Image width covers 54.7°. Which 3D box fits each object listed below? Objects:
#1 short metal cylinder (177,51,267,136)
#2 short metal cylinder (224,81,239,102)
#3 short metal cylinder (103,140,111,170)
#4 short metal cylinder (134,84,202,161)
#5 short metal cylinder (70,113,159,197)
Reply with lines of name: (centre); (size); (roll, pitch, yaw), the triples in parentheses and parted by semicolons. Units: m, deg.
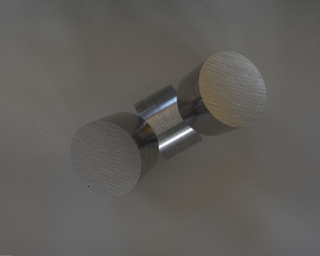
short metal cylinder: (0.065, -0.035, 0.333); (0.081, 0.050, 0.080); (5, 77, -21)
short metal cylinder: (0.067, -0.037, 0.398); (0.081, 0.050, 0.079); (0, 90, -1)
short metal cylinder: (-0.048, 0.025, 0.397); (0.081, 0.050, 0.079); (0, 90, -1)
short metal cylinder: (0.009, -0.007, 0.382); (0.050, 0.080, 0.080); (-30, 90, 0)
short metal cylinder: (-0.047, 0.026, 0.332); (0.080, 0.050, 0.079); (4, 104, 18)
